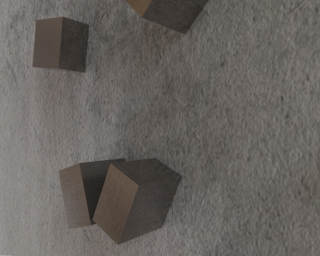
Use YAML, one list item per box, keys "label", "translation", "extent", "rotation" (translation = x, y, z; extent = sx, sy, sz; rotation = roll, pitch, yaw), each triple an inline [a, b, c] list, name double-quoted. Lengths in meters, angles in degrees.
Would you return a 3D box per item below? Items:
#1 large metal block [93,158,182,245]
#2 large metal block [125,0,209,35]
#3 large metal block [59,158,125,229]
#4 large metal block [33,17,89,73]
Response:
- label: "large metal block"
  translation: [-0.028, 0.088, 0.390]
  extent: [0.050, 0.081, 0.079]
  rotation: [31, 109, 35]
- label: "large metal block"
  translation: [-0.002, -0.164, 0.369]
  extent: [0.080, 0.081, 0.050]
  rotation: [52, 120, 27]
- label: "large metal block"
  translation: [-0.088, 0.090, 0.439]
  extent: [0.050, 0.081, 0.080]
  rotation: [-22, 76, 38]
- label: "large metal block"
  translation: [-0.169, -0.139, 0.525]
  extent: [0.080, 0.050, 0.079]
  rotation: [11, 97, 39]
